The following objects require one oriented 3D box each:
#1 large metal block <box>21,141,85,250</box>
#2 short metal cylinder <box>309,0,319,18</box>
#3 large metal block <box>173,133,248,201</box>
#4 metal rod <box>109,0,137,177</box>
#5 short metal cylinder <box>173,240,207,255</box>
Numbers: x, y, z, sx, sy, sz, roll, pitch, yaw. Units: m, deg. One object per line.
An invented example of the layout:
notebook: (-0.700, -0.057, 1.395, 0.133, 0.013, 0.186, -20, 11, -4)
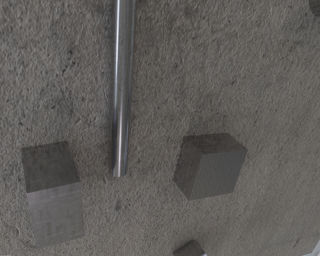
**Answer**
large metal block: (-0.121, 0.073, 0.350, 0.050, 0.080, 0.079, -10, 123, -23)
short metal cylinder: (0.251, -0.183, 0.414, 0.081, 0.050, 0.079, -14, 124, -21)
large metal block: (0.074, 0.056, 0.466, 0.081, 0.050, 0.079, -3, 120, -27)
metal rod: (-0.041, -0.072, 0.339, 0.025, 0.025, 0.298, -8, 122, -24)
short metal cylinder: (0.065, 0.254, 0.564, 0.050, 0.080, 0.080, -29, 128, -10)
